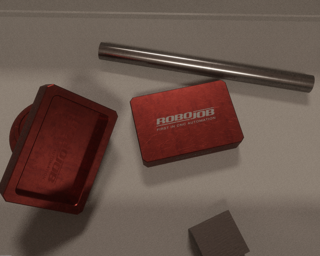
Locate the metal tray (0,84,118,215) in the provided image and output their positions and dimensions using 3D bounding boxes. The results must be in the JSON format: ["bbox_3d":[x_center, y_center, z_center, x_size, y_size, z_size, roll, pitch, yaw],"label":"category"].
[{"bbox_3d":[-0.113,0.026,0.355,0.090,0.030,0.129,24,81,-35],"label":"metal tray"}]

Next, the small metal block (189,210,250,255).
[{"bbox_3d":[0.068,0.131,0.363,0.050,0.025,0.050,-23,72,-9],"label":"small metal block"}]

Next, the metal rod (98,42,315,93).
[{"bbox_3d":[0.063,-0.087,0.442,0.302,0.025,0.025,10,70,3],"label":"metal rod"}]

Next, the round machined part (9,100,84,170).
[{"bbox_3d":[-0.144,0.006,0.397,0.099,0.042,0.098,0,70,-1],"label":"round machined part"}]

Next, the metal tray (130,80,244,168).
[{"bbox_3d":[0.033,-0.007,0.410,0.131,0.030,0.090,-12,71,-5],"label":"metal tray"}]
